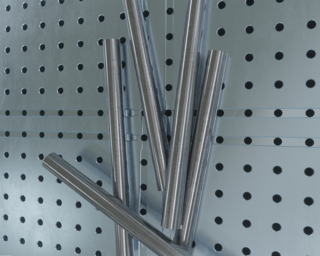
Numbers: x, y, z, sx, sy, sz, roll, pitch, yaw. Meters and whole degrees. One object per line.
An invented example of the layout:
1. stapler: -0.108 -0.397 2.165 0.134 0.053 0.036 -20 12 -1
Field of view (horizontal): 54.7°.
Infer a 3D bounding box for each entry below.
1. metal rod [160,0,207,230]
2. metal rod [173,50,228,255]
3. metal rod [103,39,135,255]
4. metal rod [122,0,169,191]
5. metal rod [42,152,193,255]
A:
1. metal rod: 0.031 -0.026 0.389 0.025 0.025 0.298 6 87 19
2. metal rod: 0.046 0.052 0.395 0.025 0.025 0.298 11 94 19
3. metal rod: -0.058 0.027 0.431 0.025 0.025 0.298 -4 89 19
4. metal rod: -0.018 -0.066 0.418 0.025 0.025 0.298 -12 86 19
5. metal rod: -0.035 0.122 0.396 0.300 0.025 0.025 32 100 16
